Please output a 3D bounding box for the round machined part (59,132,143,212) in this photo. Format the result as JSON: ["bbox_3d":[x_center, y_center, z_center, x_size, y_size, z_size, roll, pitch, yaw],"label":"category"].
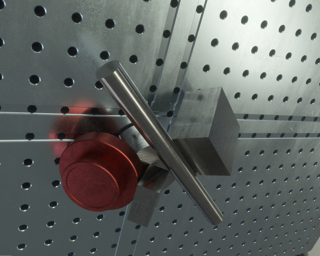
[{"bbox_3d":[-0.072,0.057,0.358,0.098,0.042,0.097,6,117,12],"label":"round machined part"}]

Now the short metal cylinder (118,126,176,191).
[{"bbox_3d":[-0.018,0.041,0.406,0.081,0.050,0.079,-14,124,-21],"label":"short metal cylinder"}]

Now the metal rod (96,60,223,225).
[{"bbox_3d":[0.018,0.041,0.377,0.025,0.025,0.300,-37,129,-3],"label":"metal rod"}]

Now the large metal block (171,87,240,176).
[{"bbox_3d":[0.062,0.006,0.400,0.080,0.050,0.080,55,43,-39],"label":"large metal block"}]

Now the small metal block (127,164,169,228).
[{"bbox_3d":[-0.013,0.078,0.364,0.025,0.050,0.050,20,114,7],"label":"small metal block"}]
